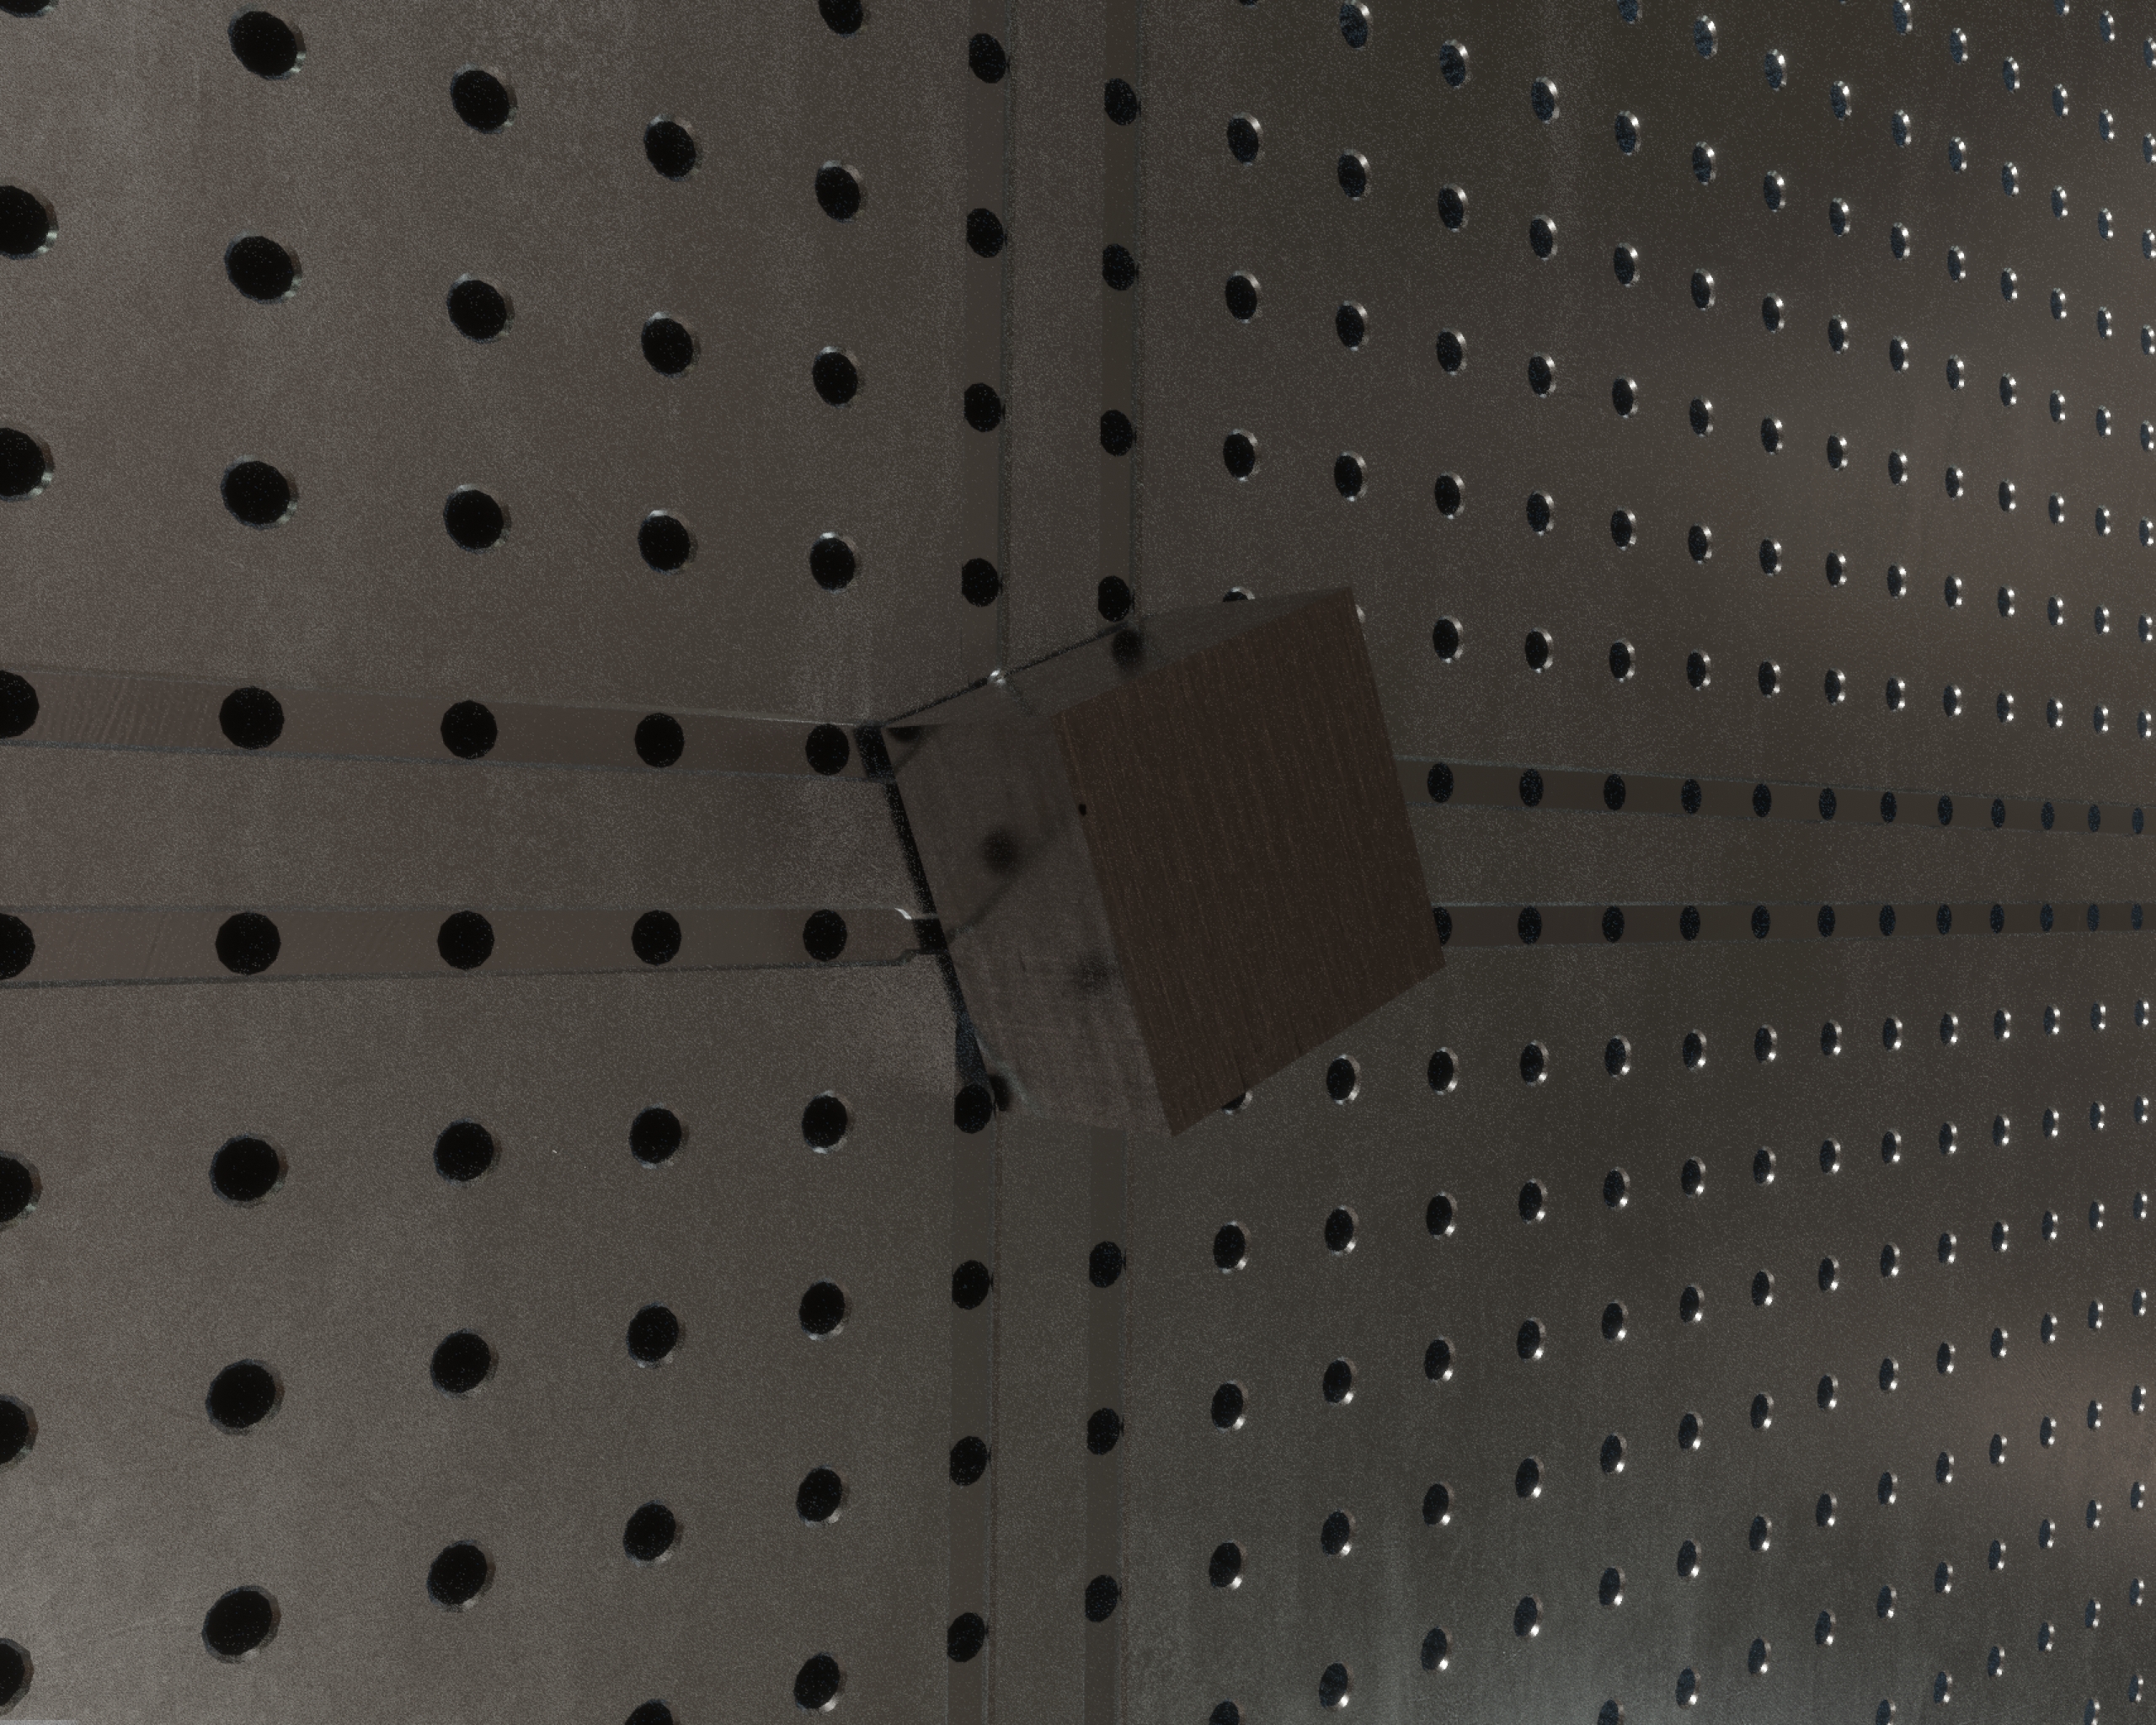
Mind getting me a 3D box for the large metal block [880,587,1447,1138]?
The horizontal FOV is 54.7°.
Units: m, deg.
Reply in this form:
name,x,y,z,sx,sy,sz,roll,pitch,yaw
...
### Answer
name,x,y,z,sx,sy,sz,roll,pitch,yaw
large metal block,0.019,-0.002,0.407,0.081,0.050,0.080,-27,107,-37
